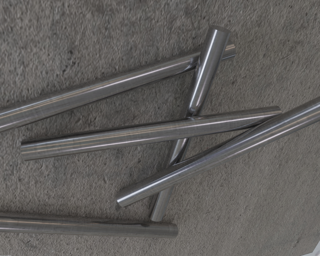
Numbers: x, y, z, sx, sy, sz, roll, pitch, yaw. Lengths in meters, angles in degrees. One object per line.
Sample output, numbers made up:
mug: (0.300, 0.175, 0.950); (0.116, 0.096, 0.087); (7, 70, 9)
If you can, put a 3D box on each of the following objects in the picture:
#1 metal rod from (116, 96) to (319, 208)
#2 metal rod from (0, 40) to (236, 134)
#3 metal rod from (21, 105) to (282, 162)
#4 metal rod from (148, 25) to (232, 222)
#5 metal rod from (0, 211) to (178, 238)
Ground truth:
metal rod: (0.069, 0.036, 0.389); (0.300, 0.025, 0.025); (-28, 133, 21)
metal rod: (-0.047, -0.050, 0.349); (0.302, 0.025, 0.025); (-20, 126, -17)
metal rod: (-0.001, 0.004, 0.364); (0.302, 0.025, 0.025); (-8, 123, -9)
metal rod: (0.029, 0.015, 0.412); (0.025, 0.025, 0.298); (-2, 125, -28)
metal rod: (-0.096, 0.140, 0.440); (0.302, 0.025, 0.025); (16, 110, -35)
